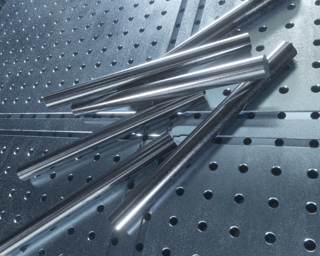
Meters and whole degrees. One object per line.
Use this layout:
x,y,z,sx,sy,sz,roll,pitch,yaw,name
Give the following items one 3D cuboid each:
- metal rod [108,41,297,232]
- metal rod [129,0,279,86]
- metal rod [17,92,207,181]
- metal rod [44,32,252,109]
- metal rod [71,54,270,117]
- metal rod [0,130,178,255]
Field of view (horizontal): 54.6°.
0.053,0.008,0.376,0.300,0.025,0.025,-45,51,-3,metal rod
0.066,-0.132,0.455,0.300,0.025,0.025,-32,52,7,metal rod
-0.077,0.011,0.443,0.300,0.025,0.025,-24,53,13,metal rod
-0.023,-0.078,0.441,0.301,0.025,0.025,-15,55,9,metal rod
-0.009,-0.049,0.417,0.300,0.025,0.025,-8,58,33,metal rod
-0.108,0.095,0.407,0.300,0.025,0.025,-33,51,6,metal rod
